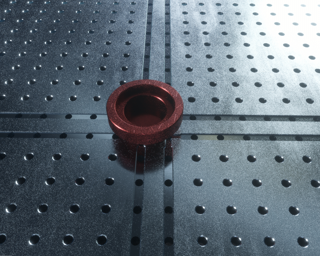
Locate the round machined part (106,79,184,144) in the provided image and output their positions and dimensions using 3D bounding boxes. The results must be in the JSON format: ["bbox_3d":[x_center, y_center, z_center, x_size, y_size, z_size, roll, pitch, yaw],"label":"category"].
[{"bbox_3d":[-0.019,-0.017,0.410,0.099,0.042,0.098,1,50,0],"label":"round machined part"}]
